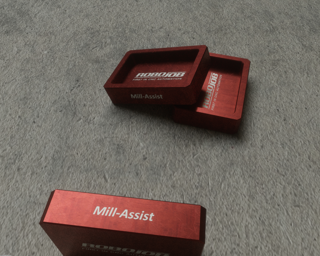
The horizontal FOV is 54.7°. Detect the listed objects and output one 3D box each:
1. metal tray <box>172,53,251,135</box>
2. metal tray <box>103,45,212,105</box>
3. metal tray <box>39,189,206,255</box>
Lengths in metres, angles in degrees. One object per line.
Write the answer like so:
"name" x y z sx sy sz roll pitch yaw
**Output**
"metal tray" 0.076 -0.056 0.447 0.090 0.030 0.130 13 51 10
"metal tray" -0.003 -0.075 0.435 0.130 0.030 0.090 3 49 27
"metal tray" -0.029 0.096 0.279 0.131 0.090 0.030 5 51 4
